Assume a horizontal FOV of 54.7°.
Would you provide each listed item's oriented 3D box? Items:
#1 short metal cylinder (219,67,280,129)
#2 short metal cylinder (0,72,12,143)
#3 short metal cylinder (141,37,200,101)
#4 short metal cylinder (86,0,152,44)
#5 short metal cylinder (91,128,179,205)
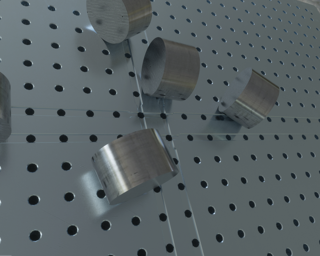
[{"bbox_3d":[0.135,-0.046,0.476,0.050,0.080,0.080,32,51,-8],"label":"short metal cylinder"},{"bbox_3d":[-0.182,-0.019,0.286,0.081,0.080,0.050,0,62,-28],"label":"short metal cylinder"},{"bbox_3d":[0.012,-0.080,0.430,0.050,0.080,0.080,7,59,-25],"label":"short metal cylinder"},{"bbox_3d":[-0.059,-0.168,0.445,0.080,0.080,0.050,46,51,4],"label":"short metal cylinder"},{"bbox_3d":[-0.027,0.042,0.334,0.081,0.080,0.050,-15,70,-34],"label":"short metal cylinder"}]
